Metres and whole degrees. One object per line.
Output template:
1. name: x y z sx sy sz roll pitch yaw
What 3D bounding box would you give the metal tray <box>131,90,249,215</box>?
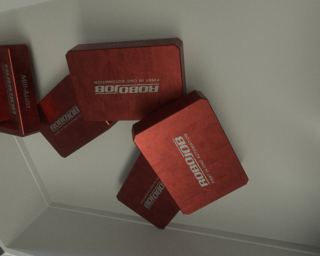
1. metal tray: 0.037 0.032 0.364 0.090 0.030 0.130 -30 115 4

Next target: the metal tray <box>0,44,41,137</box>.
1. metal tray: -0.227 -0.057 0.461 0.090 0.030 0.129 8 110 32

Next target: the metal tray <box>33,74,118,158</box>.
1. metal tray: -0.131 -0.017 0.462 0.130 0.030 0.090 -30 102 37

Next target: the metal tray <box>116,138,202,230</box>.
1. metal tray: -0.003 0.086 0.458 0.090 0.030 0.129 34 129 5

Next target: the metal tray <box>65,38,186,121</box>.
1. metal tray: -0.036 -0.055 0.368 0.131 0.030 0.089 -1 119 11
